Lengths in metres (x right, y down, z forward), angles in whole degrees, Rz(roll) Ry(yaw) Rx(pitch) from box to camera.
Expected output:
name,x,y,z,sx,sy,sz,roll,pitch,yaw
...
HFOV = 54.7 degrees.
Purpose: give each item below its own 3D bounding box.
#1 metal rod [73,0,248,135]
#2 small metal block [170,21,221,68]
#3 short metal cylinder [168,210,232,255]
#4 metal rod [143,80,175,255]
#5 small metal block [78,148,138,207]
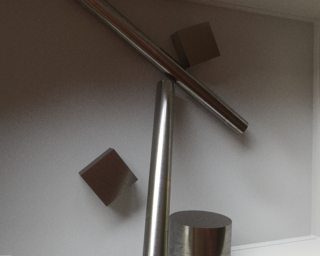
name,x,y,z,sx,sy,sz,roll,pitch,yaw
metal rod,0.006,-0.087,0.413,0.301,0.025,0.025,37,78,-17
small metal block,0.049,-0.114,0.430,0.050,0.025,0.050,-23,98,-19
short metal cylinder,0.051,0.142,0.402,0.081,0.080,0.050,3,89,-20
metal rod,-0.001,0.072,0.342,0.025,0.025,0.299,16,58,-20
small metal block,-0.065,0.060,0.388,0.050,0.025,0.050,-40,103,-16
